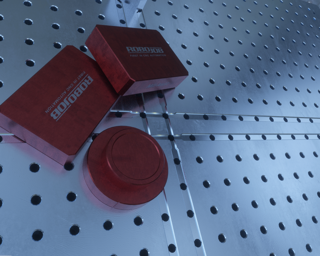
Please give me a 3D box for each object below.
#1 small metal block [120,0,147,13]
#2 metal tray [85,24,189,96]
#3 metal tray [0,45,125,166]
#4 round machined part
[{"bbox_3d":[-0.044,-0.228,0.507,0.050,0.050,0.025,42,51,0],"label":"small metal block"},{"bbox_3d":[-0.026,-0.095,0.426,0.131,0.030,0.090,-18,71,-52],"label":"metal tray"},{"bbox_3d":[-0.108,-0.031,0.366,0.090,0.030,0.130,34,51,-6],"label":"metal tray"},{"bbox_3d":[-0.034,0.040,0.354,0.099,0.042,0.098,14,56,-21],"label":"round machined part"}]
